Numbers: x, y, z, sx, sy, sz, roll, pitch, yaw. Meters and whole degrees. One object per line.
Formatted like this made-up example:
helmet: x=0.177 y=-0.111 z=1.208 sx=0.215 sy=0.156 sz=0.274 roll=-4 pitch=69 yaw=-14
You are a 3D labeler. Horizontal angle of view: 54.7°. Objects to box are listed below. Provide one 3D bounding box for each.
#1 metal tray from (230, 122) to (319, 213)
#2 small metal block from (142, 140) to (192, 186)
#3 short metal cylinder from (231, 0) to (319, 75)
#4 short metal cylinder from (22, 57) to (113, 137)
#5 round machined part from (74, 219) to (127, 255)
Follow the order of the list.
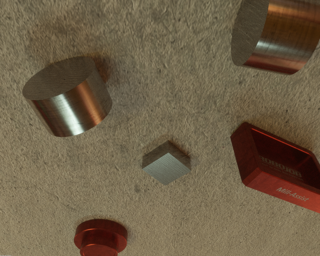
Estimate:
metal tray: x=0.161 y=0.051 z=0.409 sx=0.131 sy=0.090 sz=0.030 roll=22 pitch=127 yaw=-18
small metal block: x=0.010 y=0.052 z=0.452 sx=0.050 sy=0.025 sz=0.050 roll=-35 pitch=123 yaw=25
short metal cylinder: x=0.107 y=-0.094 z=0.293 sx=0.050 sy=0.080 sz=0.079 roll=9 pitch=130 yaw=-8
short metal cylinder: x=-0.099 y=-0.036 z=0.340 sx=0.080 sy=0.080 sz=0.050 roll=-12 pitch=129 yaw=10
round machined part: x=-0.111 y=0.216 z=0.579 sx=0.099 sy=0.042 sz=0.097 roll=0 pitch=130 yaw=0
